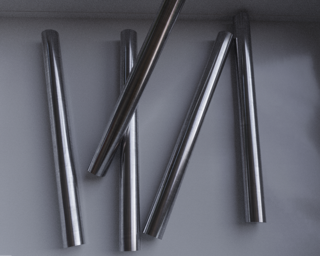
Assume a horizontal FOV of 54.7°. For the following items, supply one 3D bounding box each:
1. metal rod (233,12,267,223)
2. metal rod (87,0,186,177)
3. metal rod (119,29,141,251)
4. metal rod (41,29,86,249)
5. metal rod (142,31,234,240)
[{"bbox_3d":[0.119,-0.027,0.421,0.025,0.025,0.299,2,70,0],"label":"metal rod"},{"bbox_3d":[-0.017,-0.079,0.376,0.025,0.025,0.299,26,95,8],"label":"metal rod"},{"bbox_3d":[-0.041,0.001,0.408,0.025,0.025,0.299,-2,70,-1],"label":"metal rod"},{"bbox_3d":[-0.131,0.000,0.408,0.025,0.025,0.299,-11,70,-5],"label":"metal rod"},{"bbox_3d":[0.044,-0.005,0.411,0.025,0.025,0.300,20,71,7],"label":"metal rod"}]
